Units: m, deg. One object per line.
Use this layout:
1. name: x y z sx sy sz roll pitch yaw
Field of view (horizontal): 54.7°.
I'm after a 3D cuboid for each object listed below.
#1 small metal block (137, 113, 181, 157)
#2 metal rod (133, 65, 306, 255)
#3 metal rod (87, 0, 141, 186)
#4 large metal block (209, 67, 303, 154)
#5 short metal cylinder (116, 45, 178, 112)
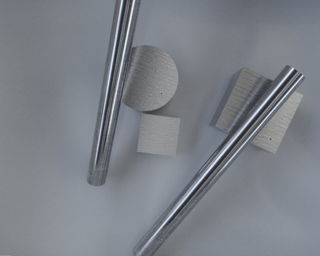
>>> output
1. small metal block: -0.002 0.009 0.411 0.050 0.025 0.050 7 90 -1
2. metal rod: 0.061 0.054 0.376 0.025 0.025 0.299 37 104 -1
3. metal rod: -0.051 -0.061 0.350 0.025 0.025 0.298 15 115 -1
4. large metal block: 0.121 -0.021 0.401 0.080 0.050 0.080 26 90 -1
5. short metal cylinder: -0.018 -0.060 0.399 0.081 0.050 0.079 0 90 -1
